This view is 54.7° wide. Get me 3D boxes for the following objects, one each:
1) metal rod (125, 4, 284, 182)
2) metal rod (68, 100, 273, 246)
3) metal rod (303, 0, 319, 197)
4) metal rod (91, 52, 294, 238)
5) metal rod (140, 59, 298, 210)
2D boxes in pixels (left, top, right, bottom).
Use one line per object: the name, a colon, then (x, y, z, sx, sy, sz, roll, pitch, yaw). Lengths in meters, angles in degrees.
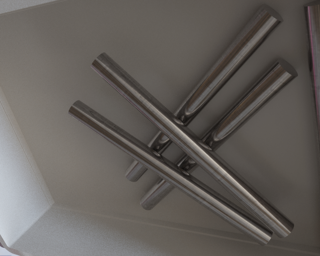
metal rod: (0.031, -0.017, 0.381, 0.025, 0.025, 0.298, 40, 129, 1)
metal rod: (0.009, 0.055, 0.403, 0.301, 0.025, 0.025, 33, 129, 6)
metal rod: (0.179, 0.022, 0.327, 0.025, 0.025, 0.298, -3, 117, 30)
metal rod: (0.039, 0.021, 0.367, 0.300, 0.025, 0.025, 42, 129, -1)
metal rod: (0.053, 0.030, 0.399, 0.025, 0.025, 0.298, 40, 129, 1)
